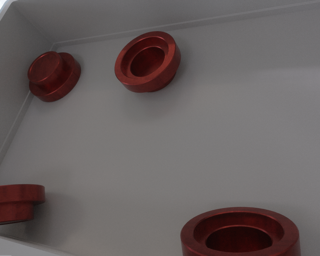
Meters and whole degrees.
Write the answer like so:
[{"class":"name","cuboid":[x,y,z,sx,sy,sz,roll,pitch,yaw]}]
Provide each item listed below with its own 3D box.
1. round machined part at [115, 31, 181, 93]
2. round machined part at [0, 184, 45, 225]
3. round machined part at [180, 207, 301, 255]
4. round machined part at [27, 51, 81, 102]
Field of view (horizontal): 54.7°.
[{"class":"round machined part","cuboid":[-0.014,-0.092,0.459,0.098,0.042,0.098,-13,56,21]},{"class":"round machined part","cuboid":[-0.202,0.103,0.405,0.098,0.098,0.042,-15,73,20]},{"class":"round machined part","cuboid":[0.069,0.108,0.269,0.098,0.098,0.042,-4,98,26]},{"class":"round machined part","cuboid":[-0.196,-0.099,0.556,0.098,0.042,0.098,-11,58,19]}]
